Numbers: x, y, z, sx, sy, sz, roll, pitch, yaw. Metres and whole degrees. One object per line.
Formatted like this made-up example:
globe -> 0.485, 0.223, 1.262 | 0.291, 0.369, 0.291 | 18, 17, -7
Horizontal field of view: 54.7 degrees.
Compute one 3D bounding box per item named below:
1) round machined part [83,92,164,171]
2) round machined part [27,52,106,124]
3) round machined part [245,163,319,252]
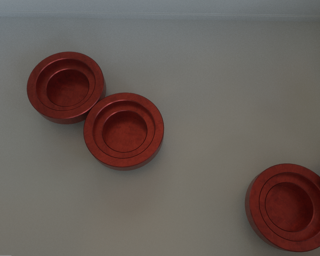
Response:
round machined part -> -0.044, 0.007, 0.398 | 0.099, 0.042, 0.098 | 0, 70, -1
round machined part -> -0.122, -0.050, 0.417 | 0.099, 0.042, 0.098 | 0, 70, -1
round machined part -> 0.150, 0.094, 0.368 | 0.099, 0.042, 0.098 | 0, 70, -1
